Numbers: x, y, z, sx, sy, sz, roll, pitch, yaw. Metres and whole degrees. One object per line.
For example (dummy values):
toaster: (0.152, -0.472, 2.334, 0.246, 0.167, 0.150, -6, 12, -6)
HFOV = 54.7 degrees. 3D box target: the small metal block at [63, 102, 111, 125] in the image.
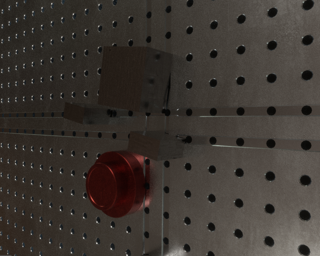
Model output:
small metal block: (-0.114, -0.023, 0.484, 0.050, 0.050, 0.025, 16, 100, 38)

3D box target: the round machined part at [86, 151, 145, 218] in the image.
round machined part: (-0.072, 0.083, 0.455, 0.098, 0.042, 0.097, 0, 90, 39)

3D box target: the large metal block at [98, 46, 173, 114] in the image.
large metal block: (-0.035, -0.065, 0.420, 0.080, 0.050, 0.079, 13, 98, 39)

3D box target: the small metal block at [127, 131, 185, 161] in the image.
small metal block: (-0.004, 0.021, 0.395, 0.050, 0.050, 0.025, 16, 100, 38)
